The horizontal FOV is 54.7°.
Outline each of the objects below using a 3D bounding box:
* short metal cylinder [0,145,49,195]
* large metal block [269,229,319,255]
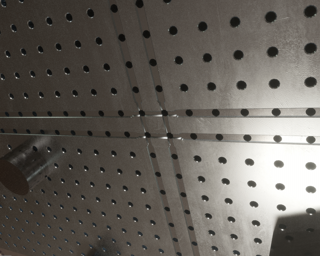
[{"bbox_3d":[-0.257,0.078,0.575,0.080,0.050,0.079,13,124,20],"label":"short metal cylinder"},{"bbox_3d":[0.200,0.182,0.403,0.080,0.050,0.080,-23,107,36],"label":"large metal block"}]
